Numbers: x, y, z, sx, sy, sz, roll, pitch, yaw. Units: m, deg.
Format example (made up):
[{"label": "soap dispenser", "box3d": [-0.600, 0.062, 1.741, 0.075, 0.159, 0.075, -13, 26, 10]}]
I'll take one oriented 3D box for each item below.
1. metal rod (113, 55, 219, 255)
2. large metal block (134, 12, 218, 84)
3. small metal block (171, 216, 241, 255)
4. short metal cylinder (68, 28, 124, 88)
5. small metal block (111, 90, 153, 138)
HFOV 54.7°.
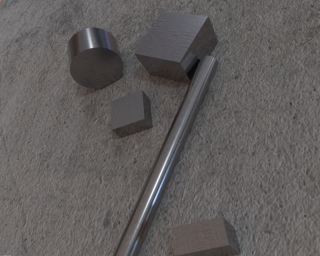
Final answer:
[{"label": "metal rod", "box3d": [0.009, 0.038, 0.374, 0.025, 0.025, 0.300, 12, 68, 33]}, {"label": "large metal block", "box3d": [0.024, -0.116, 0.445, 0.080, 0.050, 0.080, 20, 72, 35]}, {"label": "small metal block", "box3d": [0.045, 0.109, 0.297, 0.050, 0.050, 0.025, -19, 55, 17]}, {"label": "short metal cylinder", "box3d": [-0.102, -0.109, 0.487, 0.080, 0.080, 0.050, -27, 53, 11]}, {"label": "small metal block", "box3d": [-0.040, -0.019, 0.435, 0.050, 0.025, 0.050, -18, 55, 17]}]
